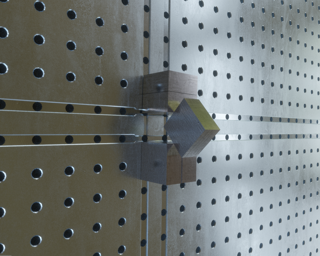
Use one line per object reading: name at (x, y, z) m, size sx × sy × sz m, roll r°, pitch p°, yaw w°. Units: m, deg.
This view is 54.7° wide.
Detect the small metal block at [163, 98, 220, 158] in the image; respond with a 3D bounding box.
small metal block at (0.037, 0.000, 0.372) m, size 0.025 × 0.050 × 0.050 m, roll 1°, pitch 47°, yaw -40°

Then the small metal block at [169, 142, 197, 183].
small metal block at (0.021, 0.044, 0.411) m, size 0.025 × 0.050 × 0.050 m, roll 2°, pitch 89°, yaw -40°

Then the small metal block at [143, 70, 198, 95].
small metal block at (0.013, -0.056, 0.405) m, size 0.050 × 0.050 × 0.025 m, roll 3°, pitch 89°, yaw -40°

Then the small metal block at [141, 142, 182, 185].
small metal block at (0.001, 0.044, 0.396) m, size 0.025 × 0.050 × 0.050 m, roll 2°, pitch 89°, yaw -40°

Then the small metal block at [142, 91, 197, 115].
small metal block at (0.013, -0.031, 0.405) m, size 0.050 × 0.050 × 0.025 m, roll 3°, pitch 89°, yaw -40°
